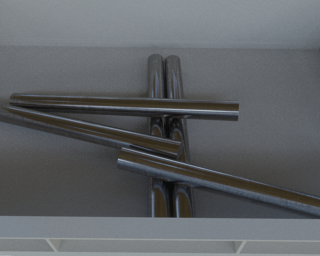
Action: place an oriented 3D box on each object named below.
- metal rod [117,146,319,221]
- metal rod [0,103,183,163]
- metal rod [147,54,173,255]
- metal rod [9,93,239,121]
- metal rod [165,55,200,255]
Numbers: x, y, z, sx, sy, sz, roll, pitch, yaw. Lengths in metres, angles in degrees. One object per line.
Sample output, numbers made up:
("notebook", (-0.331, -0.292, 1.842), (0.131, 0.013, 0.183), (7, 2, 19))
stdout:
("metal rod", (0.104, 0.068, 0.325), (0.302, 0.025, 0.025), (14, 51, 4))
("metal rod", (-0.119, -0.002, 0.387), (0.301, 0.025, 0.025), (12, 51, 16))
("metal rod", (-0.003, 0.007, 0.395), (0.025, 0.025, 0.300), (-1, 50, -1))
("metal rod", (-0.053, -0.028, 0.401), (0.301, 0.025, 0.025), (3, 50, 11))
("metal rod", (0.023, 0.009, 0.394), (0.025, 0.025, 0.300), (-1, 50, -1))
